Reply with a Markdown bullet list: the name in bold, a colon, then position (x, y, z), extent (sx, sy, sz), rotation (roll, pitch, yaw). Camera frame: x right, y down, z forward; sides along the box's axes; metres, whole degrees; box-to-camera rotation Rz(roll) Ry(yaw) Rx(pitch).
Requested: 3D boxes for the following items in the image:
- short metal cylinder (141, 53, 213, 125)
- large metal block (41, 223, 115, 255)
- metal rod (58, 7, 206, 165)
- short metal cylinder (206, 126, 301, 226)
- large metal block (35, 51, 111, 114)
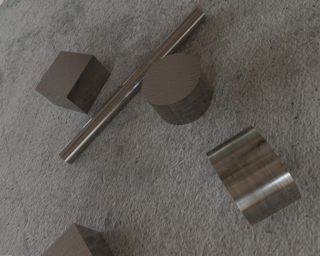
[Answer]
- **short metal cylinder**: position (0.023, -0.051, 0.407), extent (0.080, 0.050, 0.080), rotation (-13, 56, 21)
- **large metal block**: position (-0.090, 0.165, 0.334), extent (0.080, 0.050, 0.080), rotation (-45, 51, -3)
- **metal rod**: position (-0.038, -0.066, 0.464), extent (0.300, 0.025, 0.025), rotation (-48, 51, -6)
- **short metal cylinder**: position (0.087, 0.045, 0.296), extent (0.050, 0.080, 0.080), rotation (-33, 52, 7)
- **large metal block**: position (-0.142, -0.076, 0.509), extent (0.080, 0.050, 0.080), rotation (15, 70, 34)
